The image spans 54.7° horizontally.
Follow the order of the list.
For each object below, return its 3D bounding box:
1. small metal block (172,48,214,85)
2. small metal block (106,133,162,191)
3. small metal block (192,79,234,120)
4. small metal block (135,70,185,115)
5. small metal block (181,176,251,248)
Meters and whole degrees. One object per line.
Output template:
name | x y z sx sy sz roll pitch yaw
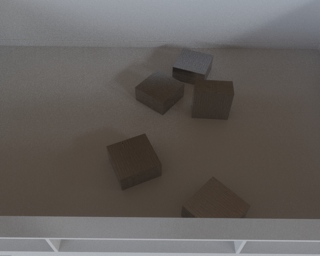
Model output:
small metal block | 0.052 -0.095 0.486 0.050 0.025 0.050 16 52 13
small metal block | -0.031 0.040 0.371 0.050 0.025 0.050 -19 53 -16
small metal block | 0.070 -0.038 0.422 0.050 0.050 0.025 3 50 2
small metal block | 0.000 -0.052 0.449 0.050 0.025 0.050 31 56 23
small metal block | 0.059 0.089 0.331 0.050 0.025 0.050 -37 60 -27
